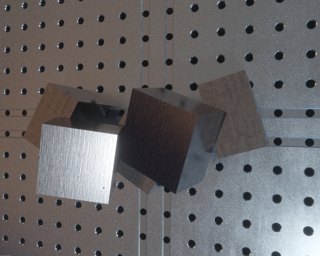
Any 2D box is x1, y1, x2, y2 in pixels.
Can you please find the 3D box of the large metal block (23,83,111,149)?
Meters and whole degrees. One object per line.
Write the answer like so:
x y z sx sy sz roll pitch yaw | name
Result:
-0.125 -0.010 0.425 0.050 0.080 0.080 31 100 17 | large metal block

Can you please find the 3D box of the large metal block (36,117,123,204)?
-0.091 0.035 0.360 0.081 0.050 0.079 9 100 -2 | large metal block

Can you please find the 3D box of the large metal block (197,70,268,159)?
0.086 -0.014 0.352 0.050 0.080 0.080 -17 85 19 | large metal block

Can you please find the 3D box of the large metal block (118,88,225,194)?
0.009 0.008 0.321 0.080 0.050 0.079 26 112 33 | large metal block

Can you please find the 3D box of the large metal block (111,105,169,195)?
-0.018 0.026 0.404 0.080 0.050 0.080 34 101 16 | large metal block
